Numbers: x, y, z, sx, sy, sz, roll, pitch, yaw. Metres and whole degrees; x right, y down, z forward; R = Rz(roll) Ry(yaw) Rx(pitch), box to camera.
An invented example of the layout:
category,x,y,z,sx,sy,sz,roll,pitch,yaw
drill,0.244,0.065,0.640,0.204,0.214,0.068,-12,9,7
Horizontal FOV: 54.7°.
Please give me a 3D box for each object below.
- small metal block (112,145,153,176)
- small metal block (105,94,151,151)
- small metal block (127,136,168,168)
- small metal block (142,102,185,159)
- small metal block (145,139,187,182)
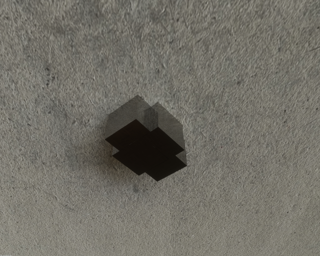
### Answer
category,x,y,z,sx,sy,sz,roll,pitch,yaw
small metal block,-0.035,0.027,0.414,0.025,0.050,0.050,-32,123,24
small metal block,-0.039,-0.007,0.385,0.050,0.050,0.025,-32,124,24
small metal block,-0.015,0.015,0.404,0.025,0.050,0.050,-32,123,24
small metal block,0.005,0.003,0.394,0.025,0.050,0.050,-33,123,25
small metal block,0.008,0.038,0.424,0.050,0.050,0.025,-32,124,24
